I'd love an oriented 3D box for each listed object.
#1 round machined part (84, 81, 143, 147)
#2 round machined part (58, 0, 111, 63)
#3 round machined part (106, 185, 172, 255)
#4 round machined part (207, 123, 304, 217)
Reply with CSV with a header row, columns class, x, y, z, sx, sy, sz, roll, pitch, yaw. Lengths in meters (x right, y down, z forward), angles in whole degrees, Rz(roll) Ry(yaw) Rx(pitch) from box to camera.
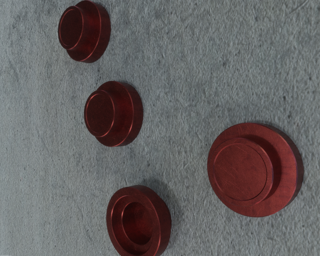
class,x,y,z,sx,sy,sz,roll,pitch,yaw
round machined part,-0.074,-0.021,0.456,0.098,0.042,0.097,0,90,40
round machined part,-0.128,-0.157,0.500,0.098,0.042,0.097,0,90,40
round machined part,-0.024,0.125,0.414,0.098,0.042,0.097,0,90,40
round machined part,0.090,0.043,0.319,0.098,0.042,0.097,0,90,40
